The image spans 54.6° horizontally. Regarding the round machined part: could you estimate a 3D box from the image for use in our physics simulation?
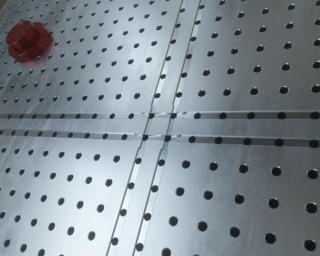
[{"bbox_3d":[-0.292,-0.194,0.672,0.098,0.042,0.098,-13,56,21],"label":"round machined part"}]
